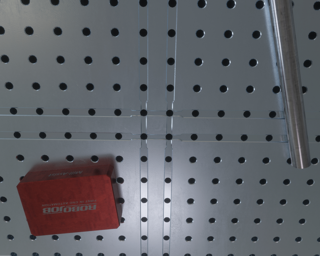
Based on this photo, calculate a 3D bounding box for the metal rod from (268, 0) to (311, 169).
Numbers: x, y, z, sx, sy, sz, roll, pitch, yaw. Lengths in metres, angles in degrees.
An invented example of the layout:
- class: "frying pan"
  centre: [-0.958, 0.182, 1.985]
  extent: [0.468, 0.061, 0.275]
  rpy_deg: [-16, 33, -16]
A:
- class: "metal rod"
  centre: [0.158, -0.084, 0.383]
  extent: [0.025, 0.025, 0.298]
  rpy_deg: [-15, 110, 5]

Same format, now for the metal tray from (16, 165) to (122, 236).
- class: "metal tray"
  centre: [-0.127, 0.106, 0.448]
  extent: [0.131, 0.030, 0.089]
  rpy_deg: [-6, 110, 2]
